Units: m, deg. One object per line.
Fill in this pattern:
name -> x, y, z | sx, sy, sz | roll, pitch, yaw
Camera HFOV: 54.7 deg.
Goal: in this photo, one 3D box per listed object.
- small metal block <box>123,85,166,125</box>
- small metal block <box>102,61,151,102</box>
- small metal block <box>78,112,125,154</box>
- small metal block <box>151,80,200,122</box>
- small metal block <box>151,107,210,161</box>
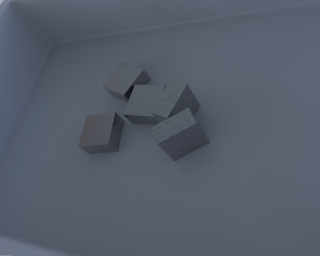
small metal block -> -0.016, -0.033, 0.433 | 0.050, 0.025, 0.050 | 5, 64, 30
small metal block -> -0.051, -0.070, 0.474 | 0.050, 0.025, 0.050 | 27, 76, 36
small metal block -> -0.083, 0.008, 0.443 | 0.050, 0.025, 0.050 | -6, 59, 24
small metal block -> 0.021, -0.024, 0.392 | 0.025, 0.050, 0.050 | 19, 72, 35
small metal block -> 0.025, 0.009, 0.370 | 0.050, 0.050, 0.025 | -29, 52, 9
